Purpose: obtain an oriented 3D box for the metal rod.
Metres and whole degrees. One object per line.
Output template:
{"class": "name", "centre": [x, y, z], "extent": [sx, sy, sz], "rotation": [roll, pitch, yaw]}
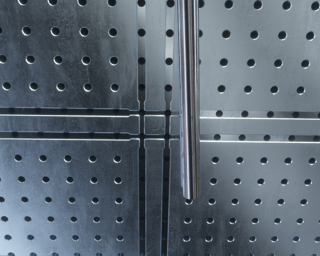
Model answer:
{"class": "metal rod", "centre": [0.038, -0.043, 0.398], "extent": [0.025, 0.025, 0.298], "rotation": [-3, 110, 1]}
